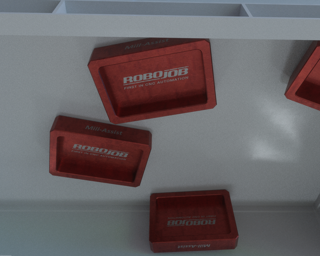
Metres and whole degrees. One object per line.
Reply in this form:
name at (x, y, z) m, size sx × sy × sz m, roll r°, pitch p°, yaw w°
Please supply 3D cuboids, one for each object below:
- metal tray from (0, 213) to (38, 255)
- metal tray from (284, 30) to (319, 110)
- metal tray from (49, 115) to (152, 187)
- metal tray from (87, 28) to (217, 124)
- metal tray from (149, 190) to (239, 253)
metal tray at (-0.260, 0.227, 0.558) m, size 0.030 × 0.090 × 0.129 m, roll 3°, pitch 130°, yaw -3°
metal tray at (0.211, -0.044, 0.319) m, size 0.130 × 0.030 × 0.090 m, roll 23°, pitch 153°, yaw 10°
metal tray at (-0.084, 0.036, 0.434) m, size 0.131 × 0.030 × 0.089 m, roll 10°, pitch 130°, yaw -9°
metal tray at (-0.005, -0.056, 0.357) m, size 0.131 × 0.030 × 0.090 m, roll -9°, pitch 130°, yaw 7°
metal tray at (0.050, 0.145, 0.491) m, size 0.131 × 0.090 × 0.030 m, roll -3°, pitch 130°, yaw 2°
